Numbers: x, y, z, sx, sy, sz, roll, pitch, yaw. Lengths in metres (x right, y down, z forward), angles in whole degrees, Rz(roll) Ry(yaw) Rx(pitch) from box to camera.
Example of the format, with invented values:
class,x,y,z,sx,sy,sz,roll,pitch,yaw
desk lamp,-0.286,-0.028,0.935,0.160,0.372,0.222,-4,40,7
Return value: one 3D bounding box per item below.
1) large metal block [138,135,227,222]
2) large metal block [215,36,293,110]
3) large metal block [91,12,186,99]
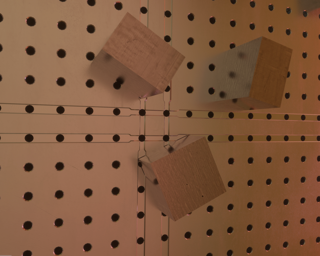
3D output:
class,x,y,z,sx,sy,sz,roll,pitch,yaw
large metal block,0.029,0.063,0.411,0.081,0.050,0.080,-25,99,-19
large metal block,0.128,-0.071,0.432,0.050,0.080,0.080,16,85,-20
large metal block,-0.029,-0.081,0.373,0.080,0.080,0.050,34,79,-17
